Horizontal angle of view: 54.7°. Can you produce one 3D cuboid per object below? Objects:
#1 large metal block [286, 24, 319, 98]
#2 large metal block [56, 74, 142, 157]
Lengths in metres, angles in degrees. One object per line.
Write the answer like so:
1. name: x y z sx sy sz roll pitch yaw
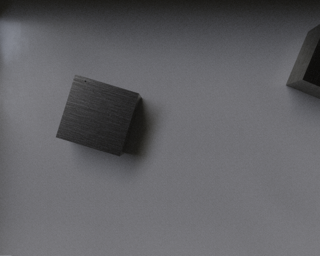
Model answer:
1. large metal block: 0.225 -0.080 0.400 0.080 0.050 0.080 22 90 0
2. large metal block: -0.075 -0.015 0.398 0.080 0.050 0.080 17 90 0
